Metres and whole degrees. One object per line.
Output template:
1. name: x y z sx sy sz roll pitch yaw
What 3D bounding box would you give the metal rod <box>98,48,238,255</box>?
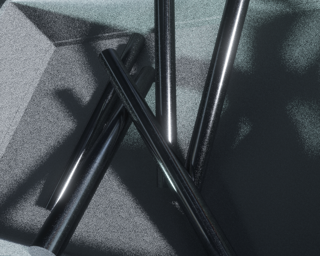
1. metal rod: 0.003 0.026 0.336 0.025 0.025 0.299 -33 67 6

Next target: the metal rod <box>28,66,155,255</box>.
1. metal rod: -0.053 0.007 0.351 0.025 0.025 0.301 -9 34 23

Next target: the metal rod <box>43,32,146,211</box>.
1. metal rod: -0.089 -0.020 0.462 0.025 0.025 0.300 10 66 32

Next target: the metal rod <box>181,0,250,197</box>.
1. metal rod: 0.067 -0.065 0.341 0.025 0.025 0.298 14 90 33

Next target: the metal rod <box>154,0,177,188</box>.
1. metal rod: 0.006 -0.080 0.373 0.025 0.025 0.298 -3 85 26
